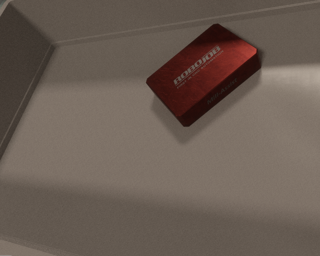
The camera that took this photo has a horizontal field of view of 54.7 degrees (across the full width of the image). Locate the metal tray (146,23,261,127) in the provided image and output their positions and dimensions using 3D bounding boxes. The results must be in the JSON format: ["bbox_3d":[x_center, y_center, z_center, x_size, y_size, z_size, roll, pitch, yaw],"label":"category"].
[{"bbox_3d":[0.056,-0.074,0.417,0.130,0.030,0.090,-39,51,1],"label":"metal tray"}]
